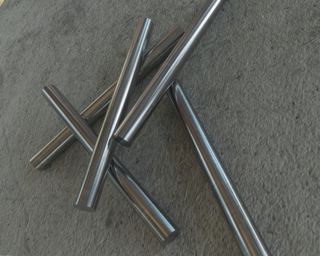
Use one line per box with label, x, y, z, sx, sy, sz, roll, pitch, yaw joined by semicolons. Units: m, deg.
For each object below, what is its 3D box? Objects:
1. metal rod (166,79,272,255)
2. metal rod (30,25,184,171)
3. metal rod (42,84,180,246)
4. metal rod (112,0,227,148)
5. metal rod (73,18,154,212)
metal rod;0.061;0.050;0.340;0.025;0.025;0.300;-30;52;9
metal rod;-0.077;-0.046;0.472;0.300;0.025;0.025;-43;51;-2
metal rod;-0.081;0.029;0.407;0.025;0.025;0.300;-45;58;-3
metal rod;0.028;-0.101;0.425;0.025;0.025;0.300;15;61;34
metal rod;-0.052;-0.038;0.412;0.025;0.025;0.300;-4;55;26
